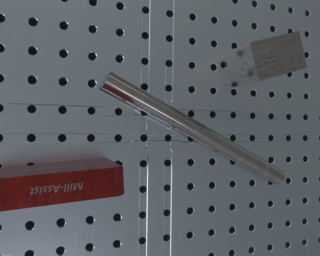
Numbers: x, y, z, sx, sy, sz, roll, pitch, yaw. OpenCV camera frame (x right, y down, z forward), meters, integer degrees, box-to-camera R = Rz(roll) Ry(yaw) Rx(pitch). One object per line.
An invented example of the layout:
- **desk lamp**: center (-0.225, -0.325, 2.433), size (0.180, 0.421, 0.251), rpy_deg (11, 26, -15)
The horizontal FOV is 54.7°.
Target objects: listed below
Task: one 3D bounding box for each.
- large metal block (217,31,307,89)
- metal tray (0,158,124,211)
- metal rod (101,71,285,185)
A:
- **large metal block**: center (0.140, -0.093, 0.435), size (0.081, 0.080, 0.050), rpy_deg (-17, 96, -19)
- **metal tray**: center (-0.113, 0.057, 0.336), size (0.131, 0.090, 0.030), rpy_deg (-3, 91, -20)
- **metal rod**: center (0.058, 0.008, 0.434), size (0.301, 0.025, 0.025), rpy_deg (29, 81, -18)
